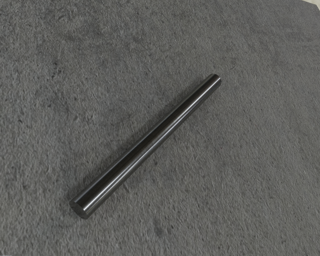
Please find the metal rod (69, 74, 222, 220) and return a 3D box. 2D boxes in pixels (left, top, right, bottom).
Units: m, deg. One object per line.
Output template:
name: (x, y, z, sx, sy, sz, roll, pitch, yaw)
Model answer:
metal rod: (0.003, 0.003, 0.407, 0.025, 0.025, 0.302, 45, 51, 2)
